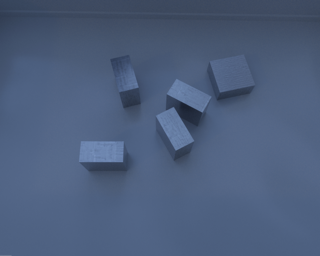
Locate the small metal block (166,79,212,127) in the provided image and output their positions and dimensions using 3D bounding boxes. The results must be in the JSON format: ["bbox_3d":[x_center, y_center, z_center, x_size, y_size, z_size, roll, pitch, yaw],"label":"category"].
[{"bbox_3d":[0.036,-0.032,0.409,0.050,0.050,0.025,28,73,9],"label":"small metal block"}]

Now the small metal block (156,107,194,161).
[{"bbox_3d":[0.018,0.009,0.393,0.025,0.050,0.050,-27,73,-9],"label":"small metal block"}]

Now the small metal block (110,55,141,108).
[{"bbox_3d":[-0.046,-0.062,0.418,0.025,0.050,0.050,-15,71,-6],"label":"small metal block"}]

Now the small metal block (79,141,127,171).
[{"bbox_3d":[-0.068,0.036,0.382,0.050,0.050,0.025,0,70,0],"label":"small metal block"}]

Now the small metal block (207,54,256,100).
[{"bbox_3d":[0.099,-0.071,0.437,0.050,0.025,0.050,-12,71,-5],"label":"small metal block"}]
